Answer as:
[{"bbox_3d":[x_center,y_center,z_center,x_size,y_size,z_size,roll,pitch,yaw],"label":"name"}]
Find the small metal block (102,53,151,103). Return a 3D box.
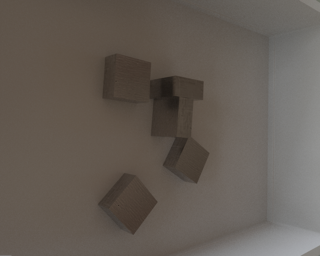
[{"bbox_3d":[-0.040,-0.058,0.375,0.050,0.025,0.050,6,87,-40],"label":"small metal block"}]

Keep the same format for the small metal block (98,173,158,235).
[{"bbox_3d":[-0.038,0.091,0.377,0.050,0.025,0.050,-50,120,-29],"label":"small metal block"}]

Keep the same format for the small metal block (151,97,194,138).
[{"bbox_3d":[0.015,-0.013,0.405,0.025,0.050,0.050,7,86,-40],"label":"small metal block"}]

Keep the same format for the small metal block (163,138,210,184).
[{"bbox_3d":[0.038,0.044,0.441,0.050,0.025,0.050,40,66,-33],"label":"small metal block"}]

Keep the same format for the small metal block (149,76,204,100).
[{"bbox_3d":[0.022,-0.050,0.411,0.050,0.050,0.025,3,88,-40],"label":"small metal block"}]
